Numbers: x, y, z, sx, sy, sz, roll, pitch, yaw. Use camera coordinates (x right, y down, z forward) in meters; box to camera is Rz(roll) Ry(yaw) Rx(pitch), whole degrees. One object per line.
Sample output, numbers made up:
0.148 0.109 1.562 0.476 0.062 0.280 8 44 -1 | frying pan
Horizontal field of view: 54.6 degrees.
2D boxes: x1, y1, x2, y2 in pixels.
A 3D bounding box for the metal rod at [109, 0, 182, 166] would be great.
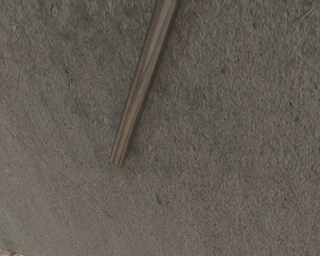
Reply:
-0.020 -0.061 0.379 0.025 0.025 0.298 30 128 9 | metal rod
